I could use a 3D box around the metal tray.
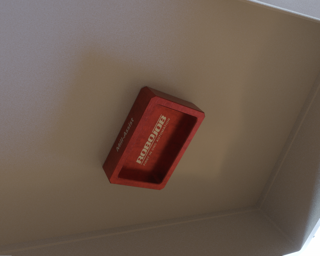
[{"bbox_3d":[-0.009,0.019,0.413,0.091,0.030,0.129,16,110,-35],"label":"metal tray"}]
